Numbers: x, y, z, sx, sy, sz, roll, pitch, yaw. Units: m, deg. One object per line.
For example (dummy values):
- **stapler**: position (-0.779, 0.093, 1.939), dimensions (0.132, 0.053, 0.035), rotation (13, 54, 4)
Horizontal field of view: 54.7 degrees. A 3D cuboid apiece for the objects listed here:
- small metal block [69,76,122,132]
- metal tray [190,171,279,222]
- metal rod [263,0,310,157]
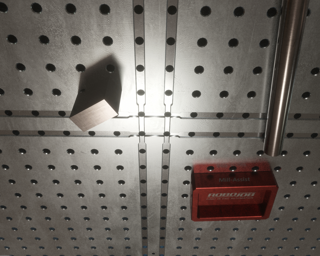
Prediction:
- **small metal block**: position (-0.075, -0.029, 0.369), dimensions (0.050, 0.050, 0.025), rotation (-25, 126, 19)
- **metal tray**: position (0.116, 0.114, 0.506), dimensions (0.131, 0.030, 0.089), rotation (-2, 130, 1)
- **metal rod**: position (0.142, -0.081, 0.344), dimensions (0.025, 0.025, 0.298), rotation (-6, 130, 4)
